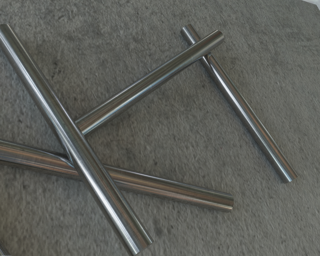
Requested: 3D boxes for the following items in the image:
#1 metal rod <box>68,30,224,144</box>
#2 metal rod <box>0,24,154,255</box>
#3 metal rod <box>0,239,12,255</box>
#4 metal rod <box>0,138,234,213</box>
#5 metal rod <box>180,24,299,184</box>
[{"bbox_3d":[-0.002,-0.071,0.429,0.025,0.025,0.302,48,56,5],"label":"metal rod"},{"bbox_3d":[-0.102,-0.003,0.325,0.025,0.025,0.300,-23,66,-37],"label":"metal rod"},{"bbox_3d":[-0.146,0.104,0.261,0.025,0.025,0.300,-33,80,-38],"label":"metal rod"},{"bbox_3d":[-0.050,0.055,0.344,0.302,0.025,0.025,17,55,-19],"label":"metal rod"},{"bbox_3d":[0.122,-0.047,0.499,0.025,0.025,0.299,-22,73,-36],"label":"metal rod"}]
